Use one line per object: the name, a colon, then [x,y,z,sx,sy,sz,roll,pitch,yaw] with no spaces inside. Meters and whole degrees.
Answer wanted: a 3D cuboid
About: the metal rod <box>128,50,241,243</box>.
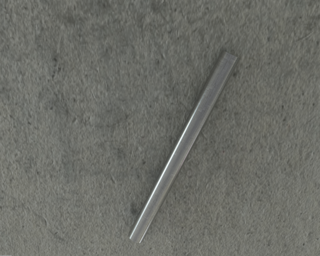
metal rod: [0.025,0.037,0.423,0.025,0.025,0.298,23,108,-9]
